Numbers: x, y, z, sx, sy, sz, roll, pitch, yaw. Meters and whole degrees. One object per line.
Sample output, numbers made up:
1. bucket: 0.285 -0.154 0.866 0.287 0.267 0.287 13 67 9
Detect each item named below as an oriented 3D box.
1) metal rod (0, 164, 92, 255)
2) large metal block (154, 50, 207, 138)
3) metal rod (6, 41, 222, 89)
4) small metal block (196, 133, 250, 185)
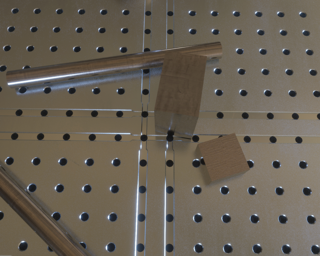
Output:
1. metal rod: -0.172 0.087 0.378 0.300 0.025 0.025 39 75 13
2. large metal block: 0.025 -0.040 0.397 0.050 0.080 0.080 9 70 3
3. metal rod: -0.061 -0.091 0.444 0.302 0.025 0.025 -9 70 -4
4. small metal block: 0.079 0.040 0.398 0.050 0.025 0.050 -16 71 -6
